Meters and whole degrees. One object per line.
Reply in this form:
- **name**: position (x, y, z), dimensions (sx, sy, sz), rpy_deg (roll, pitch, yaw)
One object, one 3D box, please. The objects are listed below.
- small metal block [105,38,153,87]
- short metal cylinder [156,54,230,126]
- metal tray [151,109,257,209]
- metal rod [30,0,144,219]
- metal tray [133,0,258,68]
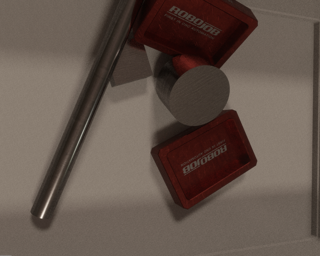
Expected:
- **small metal block**: position (-0.043, -0.084, 0.395), dimensions (0.050, 0.025, 0.050), rpy_deg (-19, 97, -19)
- **short metal cylinder**: position (0.041, -0.049, 0.397), dimensions (0.081, 0.050, 0.079), rpy_deg (-10, 121, -16)
- **metal tray**: position (0.064, 0.041, 0.432), dimensions (0.131, 0.030, 0.090), rpy_deg (-28, 100, -18)
- **metal rod**: position (-0.080, -0.037, 0.361), dimensions (0.025, 0.025, 0.299), rpy_deg (23, 90, -19)
- **metal tray**: position (0.043, -0.128, 0.383), dimensions (0.131, 0.090, 0.030), rpy_deg (15, 44, -29)
